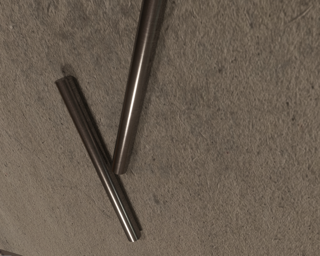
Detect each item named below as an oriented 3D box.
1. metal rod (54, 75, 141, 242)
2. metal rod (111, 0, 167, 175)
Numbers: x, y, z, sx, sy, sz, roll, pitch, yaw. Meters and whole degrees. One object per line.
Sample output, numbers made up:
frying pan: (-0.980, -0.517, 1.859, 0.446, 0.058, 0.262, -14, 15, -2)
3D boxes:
metal rod: (-0.090, 0.061, 0.490, 0.025, 0.025, 0.298, -5, 116, 30)
metal rod: (-0.029, -0.052, 0.388, 0.025, 0.025, 0.298, 25, 127, 12)
